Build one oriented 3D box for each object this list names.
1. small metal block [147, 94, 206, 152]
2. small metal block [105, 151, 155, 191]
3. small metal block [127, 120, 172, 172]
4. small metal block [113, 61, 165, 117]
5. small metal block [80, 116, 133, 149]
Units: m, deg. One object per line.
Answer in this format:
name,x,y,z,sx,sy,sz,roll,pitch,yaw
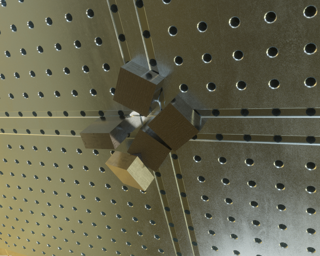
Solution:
small metal block,0.021,-0.006,0.396,0.050,0.025,0.050,44,129,-3
small metal block,-0.044,0.062,0.454,0.050,0.025,0.050,8,142,45
small metal block,-0.011,0.026,0.432,0.050,0.025,0.050,35,129,4
small metal block,-0.027,-0.050,0.394,0.050,0.025,0.050,28,128,10
small metal block,-0.075,0.006,0.436,0.050,0.050,0.025,-1,118,28
